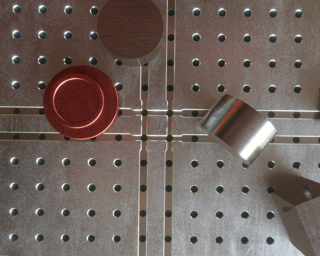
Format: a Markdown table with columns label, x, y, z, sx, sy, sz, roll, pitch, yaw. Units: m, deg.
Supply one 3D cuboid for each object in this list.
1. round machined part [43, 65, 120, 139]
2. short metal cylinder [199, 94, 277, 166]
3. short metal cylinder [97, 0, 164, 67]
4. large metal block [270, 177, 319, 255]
| label | x | y | z | sx | sy | sz | roll | pitch | yaw |
| --- | --- | --- | --- | --- | --- | --- | --- | --- | --- |
| round machined part | -0.104 | -0.034 | 0.404 | 0.099 | 0.042 | 0.097 | 0 | 90 | 0 |
| short metal cylinder | 0.096 | 0.002 | 0.386 | 0.080 | 0.080 | 0.050 | 39 | 90 | 0 |
| short metal cylinder | -0.036 | -0.124 | 0.400 | 0.081 | 0.050 | 0.080 | 0 | 90 | 0 |
| large metal block | 0.190 | 0.115 | 0.387 | 0.050 | 0.080 | 0.080 | -23 | 90 | 0 |
